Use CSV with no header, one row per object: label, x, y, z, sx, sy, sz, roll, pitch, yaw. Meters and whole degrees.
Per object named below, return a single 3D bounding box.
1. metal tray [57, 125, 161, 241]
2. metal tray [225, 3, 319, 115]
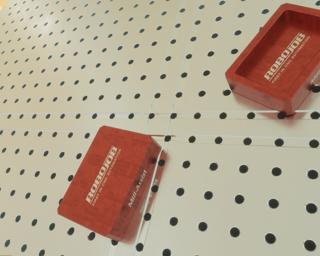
metal tray,-0.064,0.065,0.400,0.090,0.030,0.130,11,67,33
metal tray,0.154,-0.088,0.378,0.090,0.030,0.130,34,80,38
